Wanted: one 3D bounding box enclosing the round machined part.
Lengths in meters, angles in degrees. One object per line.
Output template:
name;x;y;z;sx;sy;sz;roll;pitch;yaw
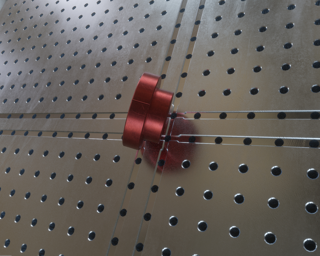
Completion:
round machined part;-0.012;-0.018;0.392;0.042;0.098;0.098;17;67;2
